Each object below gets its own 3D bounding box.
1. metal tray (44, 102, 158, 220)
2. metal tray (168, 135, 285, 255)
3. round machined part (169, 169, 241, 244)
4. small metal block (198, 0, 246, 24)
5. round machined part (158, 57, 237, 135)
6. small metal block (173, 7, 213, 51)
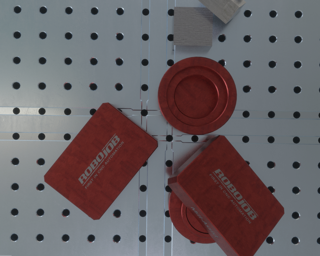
[{"bbox_3d":[-0.075,0.043,0.410,0.090,0.030,0.130,39,90,0],"label":"metal tray"},{"bbox_3d":[0.084,0.085,0.386,0.090,0.030,0.130,-40,91,-26],"label":"metal tray"},{"bbox_3d":[0.061,0.103,0.405,0.099,0.042,0.097,0,90,0],"label":"round machined part"},{"bbox_3d":[0.079,-0.165,0.399,0.050,0.050,0.025,41,126,0],"label":"small metal block"},{"bbox_3d":[0.047,-0.040,0.405,0.099,0.042,0.097,0,90,-1],"label":"round machined part"},{"bbox_3d":[0.043,-0.132,0.413,0.050,0.025,0.050,1,90,0],"label":"small metal block"}]
